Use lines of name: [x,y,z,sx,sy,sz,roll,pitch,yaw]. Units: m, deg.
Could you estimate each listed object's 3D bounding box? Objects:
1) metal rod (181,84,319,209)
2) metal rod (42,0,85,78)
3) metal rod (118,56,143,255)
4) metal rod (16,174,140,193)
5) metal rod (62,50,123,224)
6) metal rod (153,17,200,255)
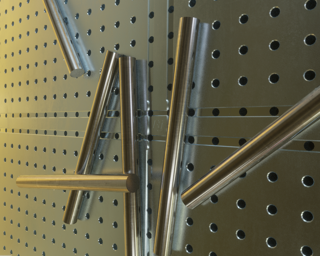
metal rod: [0.126,-0.003,0.305,0.299,0.025,0.025,-45,63,30]
metal rod: [-0.200,-0.221,0.576,0.025,0.025,0.299,-38,67,33]
metal rod: [-0.042,0.049,0.445,0.025,0.025,0.298,-4,88,40]
metal rod: [-0.150,0.088,0.500,0.300,0.025,0.025,-8,85,40]
metal rod: [-0.113,0.023,0.503,0.025,0.025,0.298,29,108,36]
metal rod: [0.020,0.015,0.393,0.025,0.025,0.298,11,97,39]
